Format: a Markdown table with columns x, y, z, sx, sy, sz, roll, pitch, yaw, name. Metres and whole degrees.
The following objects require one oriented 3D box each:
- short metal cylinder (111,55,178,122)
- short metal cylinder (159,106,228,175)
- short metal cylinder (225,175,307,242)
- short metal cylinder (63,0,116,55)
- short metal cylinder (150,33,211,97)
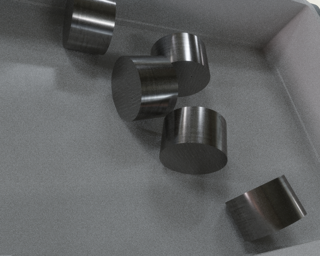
| x | y | z | sx | sy | sz | roll | pitch | yaw | name |
| --- | --- | --- | --- | --- | --- | --- | --- | --- | --- |
| -0.021 | -0.051 | 0.390 | 0.050 | 0.080 | 0.080 | -9 | 66 | -32 | short metal cylinder |
| 0.042 | 0.018 | 0.382 | 0.081 | 0.080 | 0.050 | 19 | 55 | -18 | short metal cylinder |
| 0.128 | 0.097 | 0.380 | 0.081 | 0.080 | 0.050 | -14 | 69 | -34 | short metal cylinder |
| -0.094 | -0.140 | 0.405 | 0.050 | 0.080 | 0.080 | 6 | 59 | -26 | short metal cylinder |
| 0.028 | -0.087 | 0.438 | 0.081 | 0.080 | 0.050 | 10 | 58 | -23 | short metal cylinder |
